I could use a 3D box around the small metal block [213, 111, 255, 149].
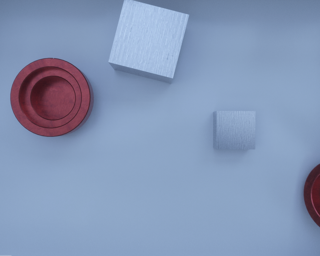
[{"bbox_3d":[0.098,0.003,0.413,0.050,0.025,0.050,0,90,-1],"label":"small metal block"}]

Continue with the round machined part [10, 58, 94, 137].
[{"bbox_3d":[-0.135,-0.038,0.401,0.099,0.042,0.097,0,90,-1],"label":"round machined part"}]

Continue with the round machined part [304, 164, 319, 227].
[{"bbox_3d":[0.238,0.087,0.387,0.042,0.098,0.097,7,90,-35],"label":"round machined part"}]

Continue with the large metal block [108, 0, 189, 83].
[{"bbox_3d":[-0.014,-0.108,0.399,0.080,0.050,0.080,14,90,-1],"label":"large metal block"}]
